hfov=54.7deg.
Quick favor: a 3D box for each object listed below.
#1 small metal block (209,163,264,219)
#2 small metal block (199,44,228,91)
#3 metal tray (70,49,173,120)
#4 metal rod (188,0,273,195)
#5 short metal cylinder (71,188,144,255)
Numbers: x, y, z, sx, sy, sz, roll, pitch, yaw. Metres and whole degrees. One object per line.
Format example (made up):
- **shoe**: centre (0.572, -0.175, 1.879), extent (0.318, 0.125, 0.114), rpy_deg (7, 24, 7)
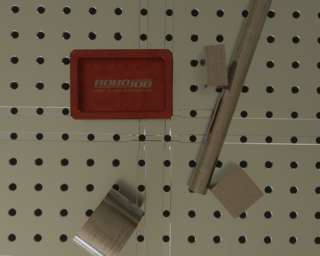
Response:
- **small metal block**: centre (0.100, 0.084, 0.415), extent (0.050, 0.025, 0.050), rpy_deg (-40, 91, 0)
- **small metal block**: centre (0.068, -0.076, 0.402), extent (0.025, 0.050, 0.050), rpy_deg (-5, 90, 0)
- **metal tray**: centre (-0.049, -0.056, 0.410), extent (0.131, 0.030, 0.089), rpy_deg (0, 90, -1)
- **metal rod**: centre (0.098, -0.057, 0.414), extent (0.025, 0.025, 0.298), rpy_deg (19, 90, -1)
- **short metal cylinder**: centre (-0.064, 0.122, 0.385), extent (0.050, 0.080, 0.080), rpy_deg (37, 90, -1)
